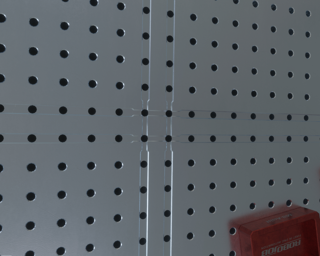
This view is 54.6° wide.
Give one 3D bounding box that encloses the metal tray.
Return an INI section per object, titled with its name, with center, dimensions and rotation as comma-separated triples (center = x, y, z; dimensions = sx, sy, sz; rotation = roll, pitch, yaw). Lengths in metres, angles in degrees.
[metal tray]
center = 0.190, 0.183, 0.479
dimensions = 0.131, 0.030, 0.090
rotation = -9, 93, -20
